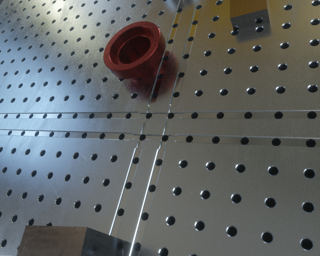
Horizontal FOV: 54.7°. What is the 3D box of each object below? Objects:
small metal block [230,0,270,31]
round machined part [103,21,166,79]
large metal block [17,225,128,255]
[{"bbox_3d":[0.129,-0.173,0.446,0.050,0.025,0.050,-7,59,24],"label":"small metal block"},{"bbox_3d":[-0.035,-0.116,0.485,0.098,0.042,0.098,-13,56,20],"label":"round machined part"},{"bbox_3d":[-0.093,0.140,0.334,0.080,0.080,0.050,-7,59,24],"label":"large metal block"}]
